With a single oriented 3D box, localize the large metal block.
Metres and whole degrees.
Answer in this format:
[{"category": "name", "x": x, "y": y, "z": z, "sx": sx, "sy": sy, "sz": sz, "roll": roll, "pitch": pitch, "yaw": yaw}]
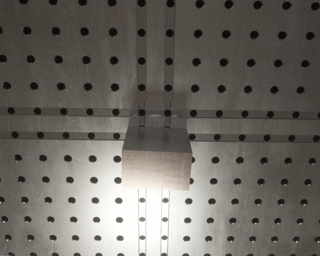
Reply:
[{"category": "large metal block", "x": -0.004, "y": 0.036, "z": 0.397, "sx": 0.081, "sy": 0.080, "sz": 0.050, "roll": 3, "pitch": 110, "yaw": -2}]
